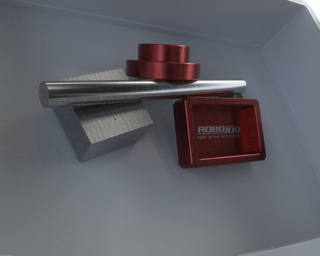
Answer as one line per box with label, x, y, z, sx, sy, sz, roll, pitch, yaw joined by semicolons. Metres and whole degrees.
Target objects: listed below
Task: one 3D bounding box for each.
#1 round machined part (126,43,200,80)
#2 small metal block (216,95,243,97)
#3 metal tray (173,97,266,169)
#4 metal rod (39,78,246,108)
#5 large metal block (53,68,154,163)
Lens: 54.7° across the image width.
round machined part;0.005;-0.089;0.413;0.099;0.098;0.042;-5;105;-31
small metal block;0.101;-0.048;0.489;0.050;0.025;0.050;-12;68;-34
metal tray;0.085;0.005;0.427;0.131;0.030;0.089;-1;82;-30
metal rod;0.008;-0.048;0.381;0.302;0.025;0.025;-8;66;-40
large metal block;-0.068;-0.017;0.361;0.081;0.050;0.080;-20;72;-36
